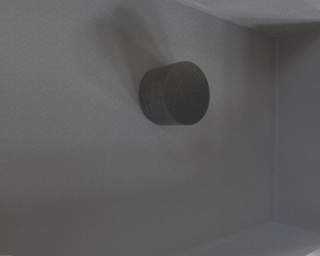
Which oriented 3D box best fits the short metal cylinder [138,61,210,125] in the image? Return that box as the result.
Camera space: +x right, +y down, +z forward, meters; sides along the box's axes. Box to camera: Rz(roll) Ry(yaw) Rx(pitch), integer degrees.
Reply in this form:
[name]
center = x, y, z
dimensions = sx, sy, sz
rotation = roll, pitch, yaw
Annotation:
[short metal cylinder]
center = 0.019, -0.043, 0.405
dimensions = 0.081, 0.050, 0.080
rotation = 0, 90, -40
